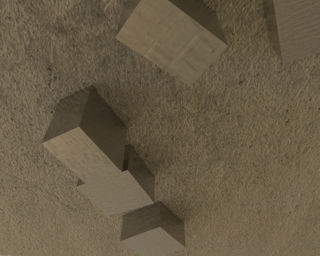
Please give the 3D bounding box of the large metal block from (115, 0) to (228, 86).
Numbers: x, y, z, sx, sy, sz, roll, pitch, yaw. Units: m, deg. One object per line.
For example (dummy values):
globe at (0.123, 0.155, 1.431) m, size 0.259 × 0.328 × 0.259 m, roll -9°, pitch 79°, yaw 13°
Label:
large metal block at (0.010, -0.097, 0.288) m, size 0.080 × 0.080 × 0.050 m, roll 29°, pitch 124°, yaw -23°

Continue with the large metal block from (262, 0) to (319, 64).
large metal block at (0.144, -0.118, 0.291) m, size 0.080 × 0.050 × 0.080 m, roll -17°, pitch 128°, yaw 13°

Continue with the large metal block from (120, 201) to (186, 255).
large metal block at (-0.011, 0.182, 0.546) m, size 0.080 × 0.050 × 0.080 m, roll -27°, pitch 125°, yaw 21°

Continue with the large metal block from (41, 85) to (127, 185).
large metal block at (-0.086, 0.008, 0.377) m, size 0.050 × 0.080 × 0.080 m, roll -23°, pitch 127°, yaw 18°

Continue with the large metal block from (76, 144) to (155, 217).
large metal block at (-0.061, 0.079, 0.457) m, size 0.080 × 0.050 × 0.080 m, roll -20°, pitch 128°, yaw 16°
